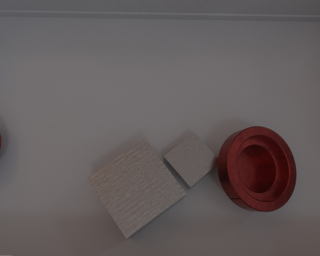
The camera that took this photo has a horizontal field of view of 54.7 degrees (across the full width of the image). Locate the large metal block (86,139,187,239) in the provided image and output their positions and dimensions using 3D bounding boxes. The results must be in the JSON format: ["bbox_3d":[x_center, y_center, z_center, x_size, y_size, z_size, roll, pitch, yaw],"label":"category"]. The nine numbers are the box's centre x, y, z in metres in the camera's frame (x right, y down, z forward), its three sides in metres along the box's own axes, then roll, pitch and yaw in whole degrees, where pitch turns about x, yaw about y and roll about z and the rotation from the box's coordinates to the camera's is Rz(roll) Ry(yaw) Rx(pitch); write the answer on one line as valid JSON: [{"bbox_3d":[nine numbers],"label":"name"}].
[{"bbox_3d":[-0.027,0.073,0.369,0.080,0.050,0.080,-34,74,-12],"label":"large metal block"}]

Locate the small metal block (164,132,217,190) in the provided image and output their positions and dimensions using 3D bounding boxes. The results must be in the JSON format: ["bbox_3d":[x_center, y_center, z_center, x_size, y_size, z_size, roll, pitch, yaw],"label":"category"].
[{"bbox_3d":[0.040,0.042,0.395,0.050,0.025,0.050,-38,75,-13],"label":"small metal block"}]

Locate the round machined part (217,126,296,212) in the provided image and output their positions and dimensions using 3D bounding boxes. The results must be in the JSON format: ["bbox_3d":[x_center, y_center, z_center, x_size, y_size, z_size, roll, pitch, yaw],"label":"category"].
[{"bbox_3d":[0.110,0.050,0.372,0.099,0.042,0.098,5,76,-22],"label":"round machined part"}]
